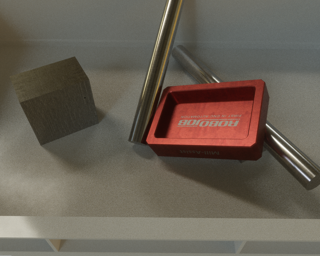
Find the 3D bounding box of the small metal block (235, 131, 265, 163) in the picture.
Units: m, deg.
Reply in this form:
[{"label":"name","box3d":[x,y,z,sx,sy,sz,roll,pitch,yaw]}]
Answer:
[{"label":"small metal block","box3d":[0.111,0.010,0.398,0.050,0.025,0.050,-23,54,-19]}]

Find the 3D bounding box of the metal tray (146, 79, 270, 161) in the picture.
[{"label":"metal tray","box3d":[0.056,-0.010,0.369,0.130,0.030,0.090,0,57,30]}]

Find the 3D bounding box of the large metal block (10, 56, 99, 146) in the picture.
[{"label":"large metal block","box3d":[-0.131,-0.034,0.396,0.081,0.080,0.050,-23,54,-18]}]

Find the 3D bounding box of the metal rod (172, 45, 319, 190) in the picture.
[{"label":"metal rod","box3d":[0.092,-0.037,0.408,0.025,0.025,0.300,-19,44,-16]}]

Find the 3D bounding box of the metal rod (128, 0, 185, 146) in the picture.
[{"label":"metal rod","box3d":[0.008,-0.123,0.419,0.025,0.025,0.299,12,79,10]}]
